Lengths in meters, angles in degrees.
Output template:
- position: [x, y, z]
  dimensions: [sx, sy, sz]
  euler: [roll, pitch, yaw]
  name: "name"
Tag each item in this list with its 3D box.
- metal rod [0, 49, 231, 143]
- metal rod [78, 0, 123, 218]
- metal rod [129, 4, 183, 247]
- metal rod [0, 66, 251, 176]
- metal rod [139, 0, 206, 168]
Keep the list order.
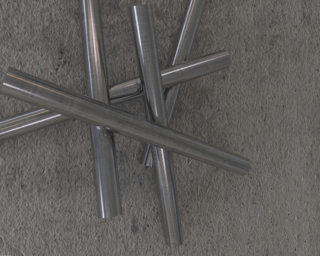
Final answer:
- position: [-0.053, -0.041, 0.371]
  dimensions: [0.302, 0.025, 0.025]
  euler: [-20, 97, -13]
  name: "metal rod"
- position: [-0.071, -0.055, 0.345]
  dimensions: [0.025, 0.025, 0.299]
  euler: [-4, 77, -20]
  name: "metal rod"
- position: [-0.001, 0.011, 0.374]
  dimensions: [0.025, 0.025, 0.298]
  euler: [-14, 108, -19]
  name: "metal rod"
- position: [-0.010, 0.005, 0.338]
  dimensions: [0.302, 0.025, 0.025]
  euler: [21, 83, -30]
  name: "metal rod"
- position: [0.026, -0.093, 0.418]
  dimensions: [0.025, 0.025, 0.299]
  euler: [19, 84, -19]
  name: "metal rod"
